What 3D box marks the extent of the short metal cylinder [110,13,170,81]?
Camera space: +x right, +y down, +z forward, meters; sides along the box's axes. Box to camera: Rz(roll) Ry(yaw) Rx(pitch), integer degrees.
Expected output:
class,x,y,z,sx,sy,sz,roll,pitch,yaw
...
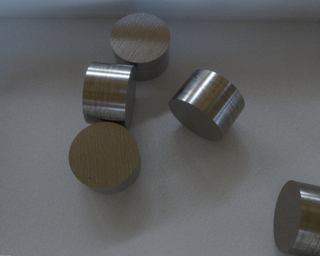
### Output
class,x,y,z,sx,sy,sz,roll,pitch,yaw
short metal cylinder,-0.026,-0.113,0.437,0.081,0.050,0.080,0,70,0

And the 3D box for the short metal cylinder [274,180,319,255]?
class,x,y,z,sx,sy,sz,roll,pitch,yaw
short metal cylinder,0.166,0.103,0.344,0.050,0.080,0.080,12,71,4

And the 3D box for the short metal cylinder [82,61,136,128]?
class,x,y,z,sx,sy,sz,roll,pitch,yaw
short metal cylinder,-0.062,-0.042,0.395,0.050,0.080,0.080,7,70,2

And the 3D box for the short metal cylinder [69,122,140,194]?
class,x,y,z,sx,sy,sz,roll,pitch,yaw
short metal cylinder,-0.065,0.038,0.382,0.081,0.050,0.080,0,70,0

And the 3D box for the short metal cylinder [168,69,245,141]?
class,x,y,z,sx,sy,sz,roll,pitch,yaw
short metal cylinder,0.058,-0.028,0.391,0.080,0.080,0.050,35,74,11
